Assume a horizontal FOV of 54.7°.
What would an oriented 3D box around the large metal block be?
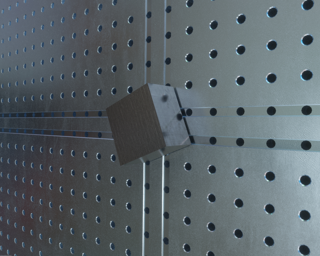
[{"bbox_3d":[-0.017,-0.003,0.401,0.080,0.050,0.080,-26,74,36],"label":"large metal block"}]
